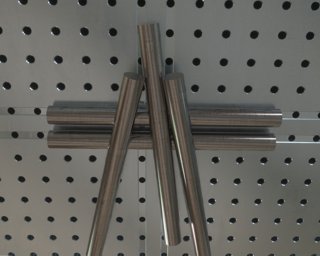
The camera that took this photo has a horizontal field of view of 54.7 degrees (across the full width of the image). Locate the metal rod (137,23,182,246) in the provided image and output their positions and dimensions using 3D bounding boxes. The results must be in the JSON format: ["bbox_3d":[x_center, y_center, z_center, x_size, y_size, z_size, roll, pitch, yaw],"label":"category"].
[{"bbox_3d":[0.003,0.023,0.396,0.025,0.025,0.298,-6,110,2],"label":"metal rod"}]

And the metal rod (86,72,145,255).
[{"bbox_3d":[-0.066,0.069,0.418,0.025,0.025,0.298,13,117,-5],"label":"metal rod"}]

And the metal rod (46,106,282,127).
[{"bbox_3d":[0.007,-0.015,0.408,0.302,0.025,0.025,1,110,-1],"label":"metal rod"}]

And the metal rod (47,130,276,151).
[{"bbox_3d":[0.003,0.017,0.420,0.302,0.025,0.025,1,110,-1],"label":"metal rod"}]

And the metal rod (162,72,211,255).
[{"bbox_3d":[0.041,0.071,0.420,0.025,0.025,0.298,-10,117,3],"label":"metal rod"}]
